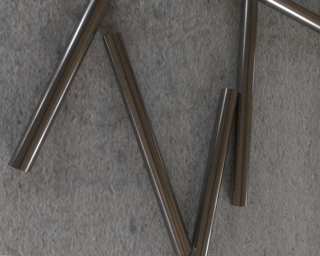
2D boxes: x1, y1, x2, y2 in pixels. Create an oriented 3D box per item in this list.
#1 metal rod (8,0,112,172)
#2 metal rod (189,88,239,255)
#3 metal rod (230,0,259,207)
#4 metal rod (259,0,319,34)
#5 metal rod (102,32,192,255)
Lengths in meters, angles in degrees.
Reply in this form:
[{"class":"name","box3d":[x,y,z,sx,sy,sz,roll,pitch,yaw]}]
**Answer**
[{"class":"metal rod","box3d":[-0.102,-0.091,0.371,0.025,0.025,0.299,26,81,-19]},{"class":"metal rod","box3d":[0.071,0.092,0.436,0.025,0.025,0.298,13,85,-20]},{"class":"metal rod","box3d":[0.124,-0.037,0.456,0.025,0.025,0.298,4,89,-20]},{"class":"metal rod","box3d":[0.173,-0.198,0.474,0.302,0.025,0.025,18,84,-20]},{"class":"metal rod","box3d":[-0.014,0.026,0.404,0.025,0.025,0.298,-21,97,-19]}]
